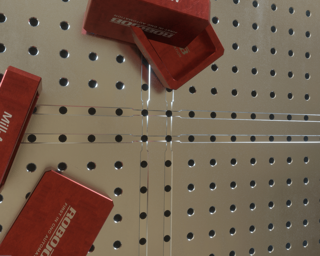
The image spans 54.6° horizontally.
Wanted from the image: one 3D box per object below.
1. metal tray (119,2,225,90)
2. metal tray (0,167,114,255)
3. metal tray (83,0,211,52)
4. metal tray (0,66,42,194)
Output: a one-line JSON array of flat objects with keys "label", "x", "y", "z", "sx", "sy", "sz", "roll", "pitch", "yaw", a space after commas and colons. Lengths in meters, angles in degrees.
[{"label": "metal tray", "x": 0.014, "y": -0.126, "z": 0.395, "sx": 0.090, "sy": 0.030, "sz": 0.130, "roll": -38, "pitch": 112, "yaw": -7}, {"label": "metal tray", "x": -0.126, "y": 0.123, "z": 0.364, "sx": 0.090, "sy": 0.030, "sz": 0.130, "roll": 32, "pitch": 80, "yaw": -17}, {"label": "metal tray", "x": -0.018, "y": -0.134, "z": 0.368, "sx": 0.131, "sy": 0.090, "sz": 0.030, "roll": 9, "pitch": 76, "yaw": -20}, {"label": "metal tray", "x": -0.160, "y": 0.008, "z": 0.319, "sx": 0.030, "sy": 0.090, "sz": 0.130, "roll": 21, "pitch": 83, "yaw": -19}]
